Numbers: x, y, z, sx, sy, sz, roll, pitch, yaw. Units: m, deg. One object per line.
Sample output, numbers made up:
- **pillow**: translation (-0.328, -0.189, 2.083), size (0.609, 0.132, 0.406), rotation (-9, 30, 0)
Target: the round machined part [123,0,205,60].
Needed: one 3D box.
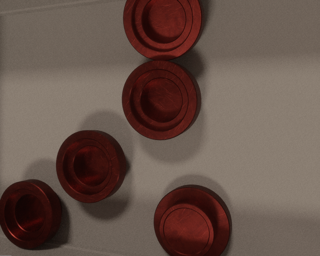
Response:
- **round machined part**: translation (0.007, -0.136, 0.389), size (0.098, 0.042, 0.097), rotation (5, 108, 15)

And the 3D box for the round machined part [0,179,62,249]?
- **round machined part**: translation (-0.189, 0.126, 0.466), size (0.098, 0.042, 0.097), rotation (0, 90, 19)

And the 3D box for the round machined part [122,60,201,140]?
- **round machined part**: translation (0.005, -0.036, 0.395), size (0.098, 0.042, 0.097), rotation (3, 99, 20)

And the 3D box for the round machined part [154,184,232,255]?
- **round machined part**: translation (0.038, 0.123, 0.388), size (0.098, 0.042, 0.097), rotation (0, 90, 19)

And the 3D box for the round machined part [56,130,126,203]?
- **round machined part**: translation (-0.091, 0.052, 0.432), size (0.098, 0.042, 0.097), rotation (0, 90, 19)
